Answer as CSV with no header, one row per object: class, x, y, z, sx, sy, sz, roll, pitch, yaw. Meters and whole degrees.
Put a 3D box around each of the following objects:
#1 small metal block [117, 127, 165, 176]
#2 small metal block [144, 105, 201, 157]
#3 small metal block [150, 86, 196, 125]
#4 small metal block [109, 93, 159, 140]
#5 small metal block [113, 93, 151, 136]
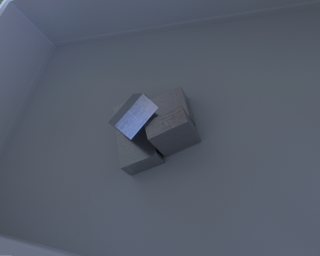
small metal block,-0.026,0.027,0.399,0.050,0.025,0.050,-22,54,14
small metal block,0.016,0.005,0.375,0.050,0.050,0.025,-25,53,12
small metal block,0.014,-0.020,0.407,0.050,0.025,0.050,-22,54,14
small metal block,-0.034,-0.016,0.382,0.050,0.025,0.050,-50,17,-8
small metal block,-0.034,-0.013,0.428,0.050,0.025,0.050,-22,54,14
